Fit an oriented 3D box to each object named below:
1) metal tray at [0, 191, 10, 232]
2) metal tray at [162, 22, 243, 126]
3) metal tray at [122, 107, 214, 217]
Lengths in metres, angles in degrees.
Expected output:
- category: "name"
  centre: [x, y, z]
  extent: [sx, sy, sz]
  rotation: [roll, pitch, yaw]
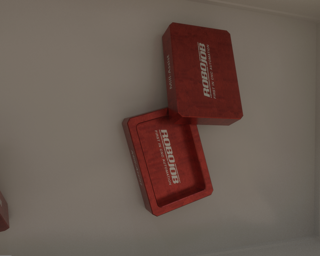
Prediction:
- category: "metal tray"
  centre: [-0.200, 0.072, 0.284]
  extent: [0.091, 0.129, 0.030]
  rotation: [-10, 59, -20]
- category: "metal tray"
  centre: [0.055, -0.070, 0.408]
  extent: [0.091, 0.030, 0.129]
  rotation: [2, 73, -20]
- category: "metal tray"
  centre: [0.011, 0.039, 0.411]
  extent: [0.091, 0.030, 0.129]
  rotation: [-17, 96, -19]
